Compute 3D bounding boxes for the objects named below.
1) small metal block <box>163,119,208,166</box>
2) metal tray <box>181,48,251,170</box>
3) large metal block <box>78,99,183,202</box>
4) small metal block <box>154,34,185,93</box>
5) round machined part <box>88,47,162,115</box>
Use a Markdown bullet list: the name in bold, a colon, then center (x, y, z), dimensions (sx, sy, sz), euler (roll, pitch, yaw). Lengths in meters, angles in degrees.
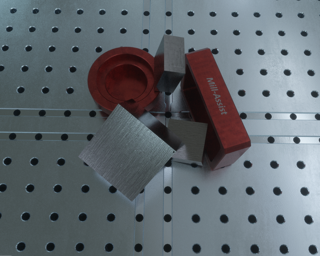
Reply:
- **small metal block**: center (0.034, 0.018, 0.400), dimensions (0.050, 0.025, 0.050), euler (8, 74, 14)
- **metal tray**: center (0.063, -0.021, 0.386), dimensions (0.030, 0.090, 0.130), euler (-17, 71, -6)
- **large metal block**: center (-0.033, 0.024, 0.365), dimensions (0.080, 0.050, 0.080), euler (40, 106, 2)
- **small metal block**: center (0.011, -0.078, 0.384), dimensions (0.025, 0.050, 0.050), euler (5, 68, -13)
- **round machined part**: center (-0.045, -0.058, 0.423), dimensions (0.099, 0.042, 0.098), euler (0, 70, -1)
